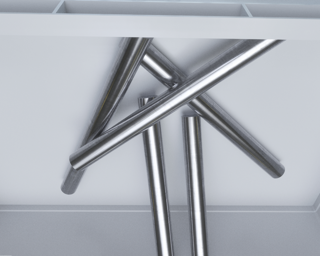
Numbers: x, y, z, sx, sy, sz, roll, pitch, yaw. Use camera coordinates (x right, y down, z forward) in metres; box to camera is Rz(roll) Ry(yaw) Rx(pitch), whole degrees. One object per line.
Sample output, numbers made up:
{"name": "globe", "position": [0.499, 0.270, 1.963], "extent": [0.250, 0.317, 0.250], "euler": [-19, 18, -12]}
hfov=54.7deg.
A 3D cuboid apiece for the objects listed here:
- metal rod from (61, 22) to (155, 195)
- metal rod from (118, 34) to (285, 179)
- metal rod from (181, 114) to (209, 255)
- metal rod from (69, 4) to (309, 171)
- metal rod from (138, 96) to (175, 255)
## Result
{"name": "metal rod", "position": [-0.080, 0.001, 0.389], "extent": [0.025, 0.025, 0.298], "euler": [20, 133, -16]}
{"name": "metal rod", "position": [0.071, -0.015, 0.397], "extent": [0.025, 0.025, 0.301], "euler": [-37, 121, 27]}
{"name": "metal rod", "position": [0.052, 0.130, 0.425], "extent": [0.025, 0.025, 0.298], "euler": [-4, 100, 3]}
{"name": "metal rod", "position": [0.017, -0.033, 0.345], "extent": [0.300, 0.025, 0.025], "euler": [-32, 124, 17]}
{"name": "metal rod", "position": [0.000, 0.106, 0.413], "extent": [0.025, 0.025, 0.298], "euler": [-5, 103, 4]}
